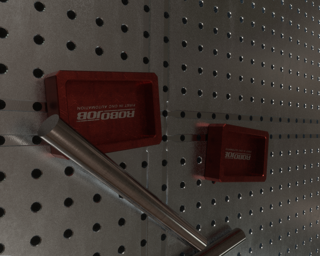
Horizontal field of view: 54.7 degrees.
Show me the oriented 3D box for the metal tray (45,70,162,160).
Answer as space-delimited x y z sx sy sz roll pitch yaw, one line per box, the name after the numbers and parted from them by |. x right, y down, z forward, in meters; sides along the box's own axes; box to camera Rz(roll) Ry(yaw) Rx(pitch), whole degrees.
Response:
-0.059 -0.018 0.357 0.131 0.030 0.089 -7 95 -40 | metal tray

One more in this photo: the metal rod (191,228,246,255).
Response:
0.021 0.208 0.429 0.302 0.025 0.025 -13 99 -39 | metal rod

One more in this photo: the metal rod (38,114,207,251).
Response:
-0.020 0.084 0.369 0.300 0.025 0.025 48 61 -38 | metal rod

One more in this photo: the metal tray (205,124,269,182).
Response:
0.133 0.044 0.520 0.131 0.030 0.089 8 85 -40 | metal tray
